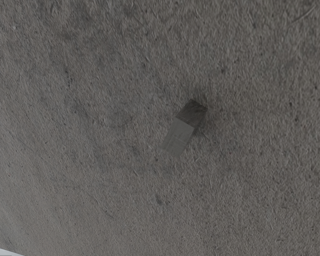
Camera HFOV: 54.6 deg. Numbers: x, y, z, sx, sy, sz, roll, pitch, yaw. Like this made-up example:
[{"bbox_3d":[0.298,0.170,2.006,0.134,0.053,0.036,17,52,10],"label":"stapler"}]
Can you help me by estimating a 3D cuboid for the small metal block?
[{"bbox_3d":[0.030,0.000,0.375,0.025,0.050,0.050,31,128,9],"label":"small metal block"}]
